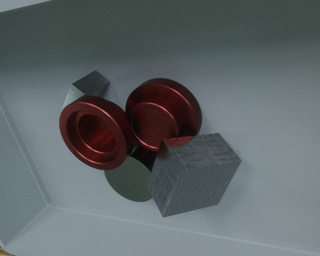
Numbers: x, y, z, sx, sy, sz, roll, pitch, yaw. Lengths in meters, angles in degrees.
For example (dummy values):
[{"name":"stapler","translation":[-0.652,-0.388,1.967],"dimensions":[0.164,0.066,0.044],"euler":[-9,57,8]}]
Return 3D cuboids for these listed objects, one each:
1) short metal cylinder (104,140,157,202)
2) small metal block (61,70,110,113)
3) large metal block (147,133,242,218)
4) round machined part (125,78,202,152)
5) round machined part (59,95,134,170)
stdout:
[{"name":"short metal cylinder","translation":[-0.031,0.058,0.441],"dimensions":[0.080,0.050,0.079],"euler":[13,124,20]},{"name":"small metal block","translation":[-0.099,-0.043,0.414],"dimensions":[0.025,0.050,0.050],"euler":[38,129,2]},{"name":"large metal block","translation":[0.039,0.056,0.375],"dimensions":[0.050,0.081,0.079],"euler":[57,142,42]},{"name":"round machined part","translation":[-0.001,-0.009,0.387],"dimensions":[0.098,0.042,0.097],"euler":[13,124,20]},{"name":"round machined part","translation":[-0.076,0.003,0.398],"dimensions":[0.098,0.042,0.097],"euler":[13,124,20]}]
